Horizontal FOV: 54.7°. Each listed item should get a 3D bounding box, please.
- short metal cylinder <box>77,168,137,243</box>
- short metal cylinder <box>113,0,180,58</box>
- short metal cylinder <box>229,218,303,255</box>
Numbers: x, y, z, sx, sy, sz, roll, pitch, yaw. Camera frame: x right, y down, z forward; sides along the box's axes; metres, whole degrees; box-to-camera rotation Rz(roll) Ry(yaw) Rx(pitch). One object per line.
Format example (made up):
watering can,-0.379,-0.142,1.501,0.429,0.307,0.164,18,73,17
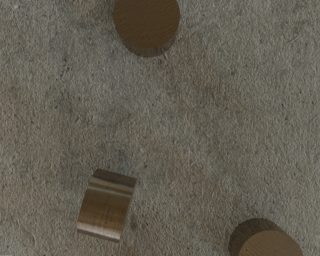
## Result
short metal cylinder,-0.063,0.095,0.382,0.050,0.080,0.080,15,90,0
short metal cylinder,-0.016,-0.136,0.397,0.081,0.050,0.080,0,90,0
short metal cylinder,0.134,0.163,0.398,0.081,0.050,0.080,0,90,0
